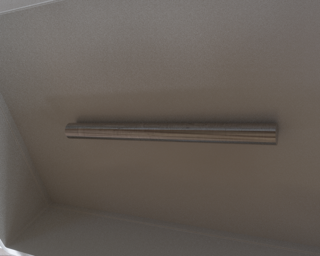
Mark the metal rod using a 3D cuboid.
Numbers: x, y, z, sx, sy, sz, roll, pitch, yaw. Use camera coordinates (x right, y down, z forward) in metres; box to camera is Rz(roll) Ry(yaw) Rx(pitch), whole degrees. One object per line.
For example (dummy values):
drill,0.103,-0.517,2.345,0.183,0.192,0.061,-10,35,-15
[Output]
metal rod,-0.004,0.006,0.410,0.301,0.025,0.025,1,119,27
